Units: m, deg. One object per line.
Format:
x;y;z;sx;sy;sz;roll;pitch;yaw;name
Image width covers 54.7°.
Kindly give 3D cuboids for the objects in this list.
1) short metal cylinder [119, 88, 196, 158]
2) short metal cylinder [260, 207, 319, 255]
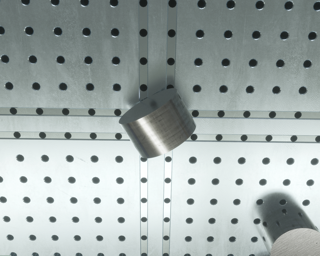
-0.003;-0.007;0.381;0.080;0.080;0.050;-27;108;9;short metal cylinder
0.197;0.166;0.463;0.081;0.050;0.079;0;110;0;short metal cylinder
